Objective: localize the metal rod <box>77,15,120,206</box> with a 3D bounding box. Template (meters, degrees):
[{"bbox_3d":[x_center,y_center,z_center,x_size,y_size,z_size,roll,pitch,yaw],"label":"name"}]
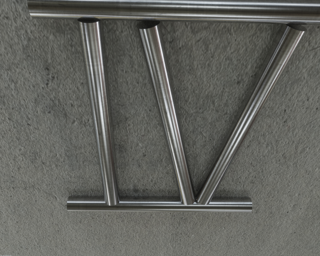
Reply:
[{"bbox_3d":[-0.074,0.003,0.409,0.025,0.025,0.298,1,130,-1],"label":"metal rod"}]

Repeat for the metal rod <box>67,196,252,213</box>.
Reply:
[{"bbox_3d":[0.000,0.127,0.516,0.302,0.025,0.025,1,130,-2],"label":"metal rod"}]

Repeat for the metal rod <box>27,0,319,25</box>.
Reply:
[{"bbox_3d":[0.026,-0.119,0.308,0.302,0.025,0.025,1,130,-2],"label":"metal rod"}]

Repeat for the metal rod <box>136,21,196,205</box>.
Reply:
[{"bbox_3d":[0.017,0.005,0.412,0.025,0.025,0.298,-9,130,7],"label":"metal rod"}]

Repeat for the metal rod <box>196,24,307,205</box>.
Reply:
[{"bbox_3d":[0.105,0.005,0.413,0.025,0.025,0.298,10,129,-9],"label":"metal rod"}]
